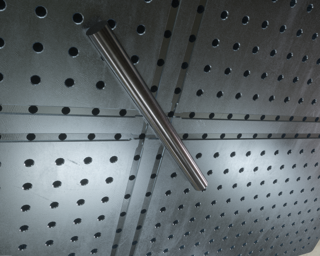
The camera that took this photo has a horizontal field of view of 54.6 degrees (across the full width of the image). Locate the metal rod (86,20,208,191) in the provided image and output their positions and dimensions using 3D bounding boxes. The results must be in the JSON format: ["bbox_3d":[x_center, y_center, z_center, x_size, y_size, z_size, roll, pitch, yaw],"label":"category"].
[{"bbox_3d":[0.001,-0.005,0.408,0.025,0.025,0.300,-37,129,-4],"label":"metal rod"}]
